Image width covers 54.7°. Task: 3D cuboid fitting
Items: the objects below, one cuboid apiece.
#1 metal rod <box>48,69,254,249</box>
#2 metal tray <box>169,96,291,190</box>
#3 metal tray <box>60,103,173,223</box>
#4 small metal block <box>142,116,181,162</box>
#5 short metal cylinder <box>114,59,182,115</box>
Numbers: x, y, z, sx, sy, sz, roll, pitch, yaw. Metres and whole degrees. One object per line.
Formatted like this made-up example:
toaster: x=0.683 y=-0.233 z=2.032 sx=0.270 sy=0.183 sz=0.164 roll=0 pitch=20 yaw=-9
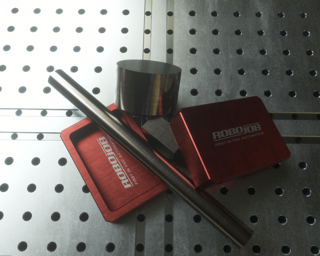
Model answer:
metal rod: x=-0.021 y=0.028 z=0.366 sx=0.300 sy=0.025 sz=0.025 roll=39 pitch=75 yaw=12
metal tray: x=0.086 y=0.013 z=0.374 sx=0.131 sy=0.030 sz=0.090 roll=-11 pitch=68 yaw=-30
metal tray: x=-0.055 y=0.040 z=0.389 sx=0.090 sy=0.030 sz=0.130 roll=-30 pitch=73 yaw=-11
small metal block: x=0.006 y=0.013 z=0.389 sx=0.050 sy=0.050 sz=0.025 roll=39 pitch=75 yaw=13
short metal cylinder: x=-0.016 y=-0.054 z=0.391 sx=0.080 sy=0.080 sz=0.050 roll=8 pitch=112 yaw=3
